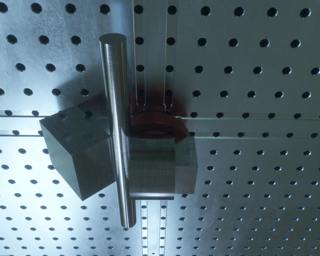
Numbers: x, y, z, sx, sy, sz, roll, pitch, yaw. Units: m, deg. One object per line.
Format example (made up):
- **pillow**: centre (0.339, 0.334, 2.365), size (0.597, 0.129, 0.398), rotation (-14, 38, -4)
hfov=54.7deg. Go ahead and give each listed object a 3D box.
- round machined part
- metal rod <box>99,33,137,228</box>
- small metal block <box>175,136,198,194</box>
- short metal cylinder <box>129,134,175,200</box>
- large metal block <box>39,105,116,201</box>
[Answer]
- **round machined part**: centre (-0.009, 0.016, 0.413), size (0.099, 0.042, 0.097), rotation (-1, 130, 0)
- **metal rod**: centre (-0.046, 0.031, 0.383), size (0.025, 0.025, 0.298), rotation (0, 130, -1)
- **small metal block**: centre (0.029, 0.045, 0.379), size (0.025, 0.050, 0.050), rotation (1, 130, -1)
- **short metal cylinder**: centre (-0.009, 0.047, 0.376), size (0.050, 0.080, 0.079), rotation (1, 130, -1)
- **large metal block**: centre (-0.103, 0.031, 0.392), size (0.050, 0.080, 0.079), rotation (-29, 139, -31)
